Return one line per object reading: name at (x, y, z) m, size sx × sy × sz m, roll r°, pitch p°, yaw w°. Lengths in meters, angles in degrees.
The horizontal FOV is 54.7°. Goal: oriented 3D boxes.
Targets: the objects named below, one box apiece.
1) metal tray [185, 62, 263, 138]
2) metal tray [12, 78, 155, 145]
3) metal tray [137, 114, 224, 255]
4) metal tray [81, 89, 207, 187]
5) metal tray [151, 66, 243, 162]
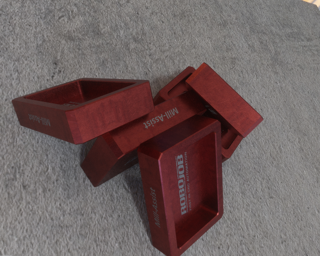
metal tray at (0.076, -0.034, 0.397) m, size 0.090 × 0.030 × 0.130 m, roll 44°, pitch 6°, yaw 1°
metal tray at (-0.081, -0.024, 0.317) m, size 0.091 × 0.130 × 0.030 m, roll -27°, pitch 116°, yaw -38°
metal tray at (0.027, 0.061, 0.328) m, size 0.091 × 0.030 × 0.129 m, roll -28°, pitch 122°, yaw -37°
metal tray at (-0.017, 0.010, 0.349) m, size 0.131 × 0.090 × 0.030 m, roll -28°, pitch 78°, yaw -38°
metal tray at (0.062, -0.020, 0.450) m, size 0.130 × 0.030 × 0.090 m, roll 44°, pitch 51°, yaw 2°
